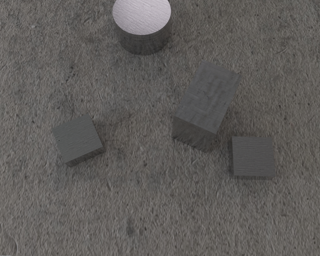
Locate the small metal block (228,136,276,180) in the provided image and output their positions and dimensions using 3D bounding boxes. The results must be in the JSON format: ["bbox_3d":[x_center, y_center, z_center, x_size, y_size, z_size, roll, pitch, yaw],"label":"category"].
[{"bbox_3d":[0.116,0.039,0.395,0.050,0.025,0.050,2,70,0],"label":"small metal block"}]

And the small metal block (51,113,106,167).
[{"bbox_3d":[-0.105,0.016,0.401,0.050,0.025,0.050,-24,72,-9],"label":"small metal block"}]

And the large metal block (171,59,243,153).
[{"bbox_3d":[0.056,-0.024,0.388,0.050,0.080,0.080,25,72,9],"label":"large metal block"}]

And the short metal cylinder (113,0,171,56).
[{"bbox_3d":[-0.025,-0.153,0.451,0.081,0.050,0.080,0,70,0],"label":"short metal cylinder"}]
